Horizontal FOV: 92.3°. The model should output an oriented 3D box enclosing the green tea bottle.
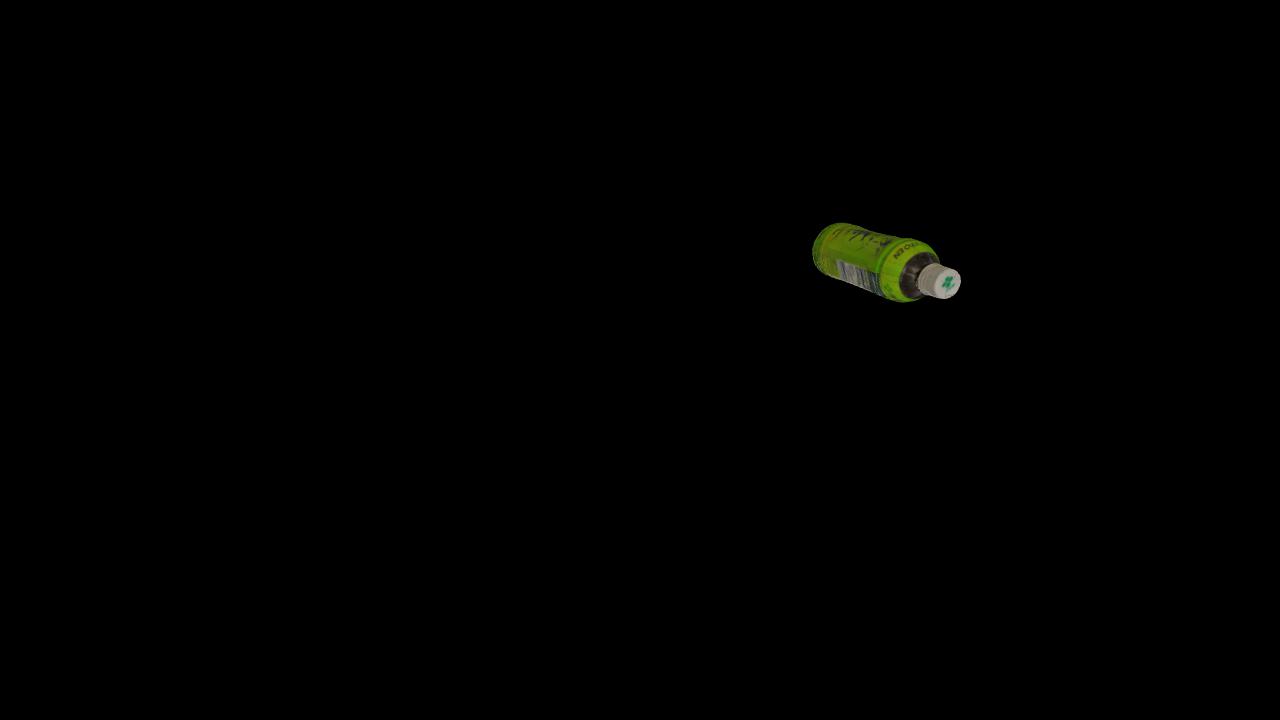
[{"bbox_3d":[0.274,-0.107,0.693,0.073,0.073,0.212,0,21,-15],"label":"green tea bottle"}]
